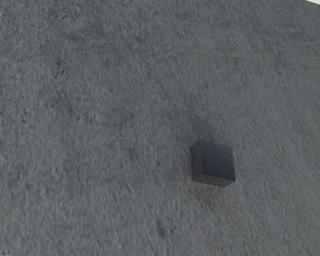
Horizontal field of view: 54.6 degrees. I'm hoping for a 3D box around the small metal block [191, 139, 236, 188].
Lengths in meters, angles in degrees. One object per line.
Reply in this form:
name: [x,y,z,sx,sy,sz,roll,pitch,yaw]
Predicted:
small metal block: [0.070,0.047,0.412,0.050,0.025,0.050,14,56,-20]
